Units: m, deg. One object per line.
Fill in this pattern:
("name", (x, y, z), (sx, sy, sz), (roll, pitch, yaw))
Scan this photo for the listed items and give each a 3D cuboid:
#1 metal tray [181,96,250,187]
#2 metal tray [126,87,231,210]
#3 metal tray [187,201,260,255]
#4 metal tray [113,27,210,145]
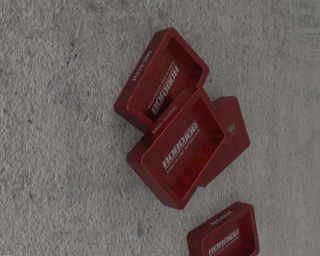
("metal tray", (0.080, 0.017, 0.468), (0.131, 0.030, 0.090), (-33, 111, -35))
("metal tray", (0.029, 0.023, 0.385), (0.130, 0.030, 0.090), (-50, 120, -28))
("metal tray", (0.104, 0.183, 0.488), (0.131, 0.030, 0.089), (-18, 101, -39))
("metal tray", (0.007, -0.053, 0.406), (0.090, 0.030, 0.130), (40, 66, -33))
